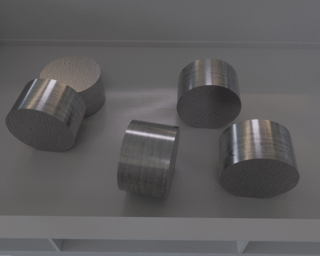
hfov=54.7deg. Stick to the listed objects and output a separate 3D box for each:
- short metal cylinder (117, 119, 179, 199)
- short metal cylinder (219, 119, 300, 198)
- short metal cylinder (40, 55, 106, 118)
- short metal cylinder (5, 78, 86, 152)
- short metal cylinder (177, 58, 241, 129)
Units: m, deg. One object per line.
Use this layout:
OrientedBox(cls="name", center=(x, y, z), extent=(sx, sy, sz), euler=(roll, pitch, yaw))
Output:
OrientedBox(cls="short metal cylinder", center=(-0.010, 0.034, 0.341), extent=(0.050, 0.080, 0.080), euler=(9, 51, 8))
OrientedBox(cls="short metal cylinder", center=(0.106, 0.036, 0.340), extent=(0.080, 0.080, 0.050), euler=(5, 50, 4))
OrientedBox(cls="short metal cylinder", center=(-0.121, -0.057, 0.436), extent=(0.080, 0.050, 0.080), euler=(0, 50, 0))
OrientedBox(cls="short metal cylinder", center=(-0.137, -0.014, 0.380), extent=(0.080, 0.080, 0.050), euler=(6, 51, 5))
OrientedBox(cls="short metal cylinder", center=(0.063, -0.044, 0.406), extent=(0.080, 0.080, 0.050), euler=(3, 50, 2))
